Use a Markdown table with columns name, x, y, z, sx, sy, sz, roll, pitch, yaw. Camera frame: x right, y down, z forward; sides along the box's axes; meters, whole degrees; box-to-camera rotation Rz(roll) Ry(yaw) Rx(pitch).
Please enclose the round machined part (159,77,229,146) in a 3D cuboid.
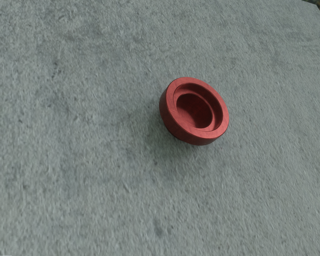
| name | x | y | z | sx | sy | sz | roll | pitch | yaw |
| --- | --- | --- | --- | --- | --- | --- | --- | --- | --- |
| round machined part | 0.043 | -0.019 | 0.430 | 0.099 | 0.042 | 0.098 | 14 | 56 | -21 |
